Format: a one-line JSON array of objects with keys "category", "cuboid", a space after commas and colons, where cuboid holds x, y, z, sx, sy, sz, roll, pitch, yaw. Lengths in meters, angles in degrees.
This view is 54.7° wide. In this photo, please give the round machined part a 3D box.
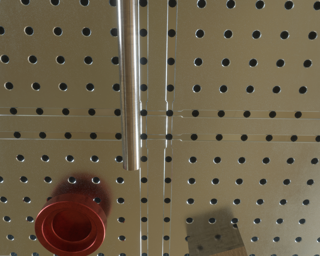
[{"category": "round machined part", "cuboid": [-0.127, 0.137, 0.454, 0.099, 0.042, 0.097, 0, 110, 0]}]

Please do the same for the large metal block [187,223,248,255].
[{"category": "large metal block", "cuboid": [0.094, 0.205, 0.476, 0.080, 0.050, 0.080, -18, 109, 6]}]

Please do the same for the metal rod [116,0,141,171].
[{"category": "metal rod", "cuboid": [-0.039, -0.086, 0.381, 0.025, 0.025, 0.298, 0, 110, 0]}]
